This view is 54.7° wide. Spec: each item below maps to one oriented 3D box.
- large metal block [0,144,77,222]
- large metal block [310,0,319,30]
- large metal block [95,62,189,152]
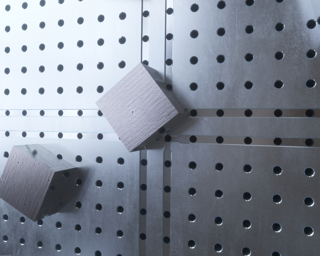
[{"bbox_3d":[-0.185,0.078,0.463,0.080,0.050,0.080,27,99,17],"label":"large metal block"},{"bbox_3d":[0.206,-0.153,0.327,0.080,0.050,0.080,-17,84,19],"label":"large metal block"},{"bbox_3d":[-0.023,-0.025,0.406,0.080,0.050,0.080,-39,78,15],"label":"large metal block"}]
